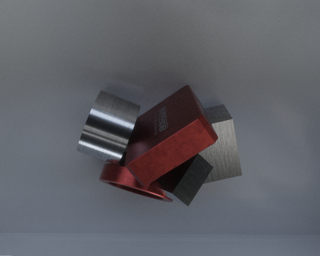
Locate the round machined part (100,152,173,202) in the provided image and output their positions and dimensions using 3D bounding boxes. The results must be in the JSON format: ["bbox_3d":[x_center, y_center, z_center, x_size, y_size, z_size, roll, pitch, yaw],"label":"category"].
[{"bbox_3d":[-0.025,0.062,0.403,0.099,0.098,0.042,19,74,-8],"label":"round machined part"}]

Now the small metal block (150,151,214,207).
[{"bbox_3d":[0.023,0.053,0.344,0.025,0.050,0.050,43,73,-21],"label":"small metal block"}]

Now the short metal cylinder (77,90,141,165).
[{"bbox_3d":[-0.062,0.000,0.379,0.050,0.080,0.079,21,109,-8],"label":"short metal cylinder"}]

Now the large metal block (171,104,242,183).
[{"bbox_3d":[0.054,0.023,0.398,0.080,0.050,0.080,-13,114,4],"label":"large metal block"}]

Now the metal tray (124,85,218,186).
[{"bbox_3d":[0.009,0.001,0.354,0.090,0.130,0.030,-33,108,11],"label":"metal tray"}]
